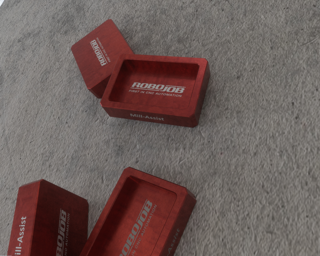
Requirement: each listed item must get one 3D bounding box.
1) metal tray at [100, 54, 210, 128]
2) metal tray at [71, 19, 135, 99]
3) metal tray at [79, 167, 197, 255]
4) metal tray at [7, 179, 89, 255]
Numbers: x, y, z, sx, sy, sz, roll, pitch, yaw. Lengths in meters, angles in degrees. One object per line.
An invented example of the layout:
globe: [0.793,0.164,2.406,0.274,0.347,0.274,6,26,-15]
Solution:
metal tray: [-0.005,-0.054,0.421,0.130,0.030,0.090,8,65,19]
metal tray: [-0.093,-0.120,0.523,0.090,0.030,0.130,-34,51,5]
metal tray: [-0.027,0.117,0.342,0.090,0.030,0.130,15,69,34]
metal tray: [-0.121,0.133,0.343,0.030,0.090,0.130,-18,55,18]
